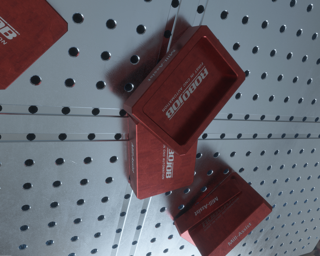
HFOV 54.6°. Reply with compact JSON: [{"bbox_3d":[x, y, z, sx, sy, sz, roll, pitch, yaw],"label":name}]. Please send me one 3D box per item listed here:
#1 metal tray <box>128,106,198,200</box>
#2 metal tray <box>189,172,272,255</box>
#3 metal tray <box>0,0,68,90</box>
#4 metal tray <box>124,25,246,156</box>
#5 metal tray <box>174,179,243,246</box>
[{"bbox_3d":[0.005,0.032,0.429,0.091,0.030,0.129,-12,124,-22],"label":"metal tray"},{"bbox_3d":[0.108,0.145,0.513,0.130,0.090,0.030,-45,120,3],"label":"metal tray"},{"bbox_3d":[-0.156,-0.105,0.257,0.090,0.030,0.130,-43,129,1],"label":"metal tray"},{"bbox_3d":[0.032,-0.044,0.369,0.090,0.030,0.130,42,83,-26],"label":"metal tray"},{"bbox_3d":[0.101,0.155,0.547,0.130,0.030,0.090,-38,131,6],"label":"metal tray"}]
